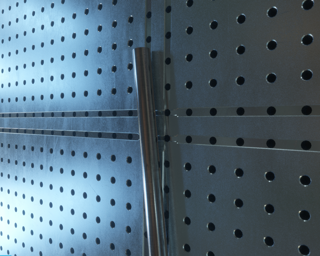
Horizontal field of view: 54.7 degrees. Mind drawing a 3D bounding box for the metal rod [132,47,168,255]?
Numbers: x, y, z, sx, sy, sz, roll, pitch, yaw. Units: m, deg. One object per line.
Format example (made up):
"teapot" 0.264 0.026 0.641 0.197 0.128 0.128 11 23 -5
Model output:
"metal rod" -0.013 0.040 0.417 0.025 0.025 0.298 -8 85 39
